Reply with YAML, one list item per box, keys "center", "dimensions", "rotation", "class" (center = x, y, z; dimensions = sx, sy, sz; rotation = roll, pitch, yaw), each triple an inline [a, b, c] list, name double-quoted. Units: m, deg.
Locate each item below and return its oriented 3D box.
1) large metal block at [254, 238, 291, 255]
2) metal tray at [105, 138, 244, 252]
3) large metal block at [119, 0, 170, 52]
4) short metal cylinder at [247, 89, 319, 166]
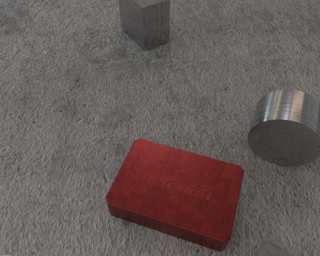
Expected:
- center: [0.100, 0.146, 0.246]
  dimensions: [0.080, 0.080, 0.050]
  rotation: [30, 56, 23]
  class: "large metal block"
- center: [0.018, 0.069, 0.342]
  dimensions: [0.130, 0.030, 0.090]
  rotation: [15, 51, 12]
  class: "metal tray"
- center: [-0.027, -0.192, 0.529]
  dimensions: [0.050, 0.080, 0.080]
  rotation: [-27, 55, -21]
  class: "large metal block"
- center: [0.150, 0.001, 0.368]
  dimensions: [0.080, 0.080, 0.050]
  rotation: [17, 52, 13]
  class: "short metal cylinder"
